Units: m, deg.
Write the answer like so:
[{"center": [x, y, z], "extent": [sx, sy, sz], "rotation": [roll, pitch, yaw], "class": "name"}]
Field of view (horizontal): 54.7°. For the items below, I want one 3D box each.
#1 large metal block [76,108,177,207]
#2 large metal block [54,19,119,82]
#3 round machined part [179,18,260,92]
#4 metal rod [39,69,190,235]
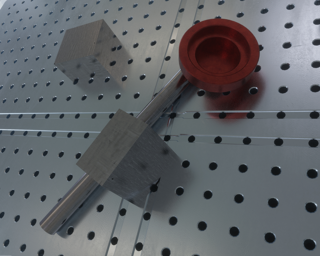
[{"center": [-0.037, 0.037, 0.370], "extent": [0.050, 0.080, 0.080], "rotation": [29, 78, 37], "class": "large metal block"}, {"center": [-0.127, -0.134, 0.542], "extent": [0.080, 0.050, 0.080], "rotation": [-7, 59, 25], "class": "large metal block"}, {"center": [0.073, -0.088, 0.398], "extent": [0.099, 0.042, 0.098], "rotation": [-1, 68, 3], "class": "round machined part"}, {"center": [-0.048, 0.020, 0.421], "extent": [0.300, 0.025, 0.025], "rotation": [-48, 51, -6], "class": "metal rod"}]
